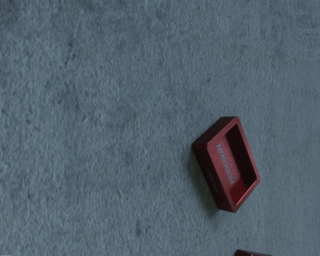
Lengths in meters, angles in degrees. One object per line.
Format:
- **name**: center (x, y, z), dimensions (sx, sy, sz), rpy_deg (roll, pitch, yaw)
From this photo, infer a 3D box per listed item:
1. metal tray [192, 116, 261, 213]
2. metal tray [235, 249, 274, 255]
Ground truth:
- **metal tray**: center (0.110, 0.057, 0.496), dimensions (0.091, 0.030, 0.129), rpy_deg (-38, 114, -33)
- **metal tray**: center (0.176, 0.273, 0.552), dimensions (0.131, 0.030, 0.090), rpy_deg (26, 74, -37)
